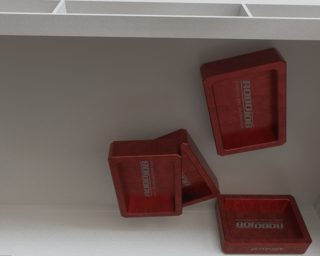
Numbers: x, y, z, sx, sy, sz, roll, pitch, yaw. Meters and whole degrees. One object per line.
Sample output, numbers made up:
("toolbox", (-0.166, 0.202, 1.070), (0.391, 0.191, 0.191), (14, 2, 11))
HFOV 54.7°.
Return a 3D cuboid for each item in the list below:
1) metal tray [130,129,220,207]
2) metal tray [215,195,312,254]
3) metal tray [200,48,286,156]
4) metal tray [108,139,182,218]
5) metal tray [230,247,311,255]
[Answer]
("metal tray", (0.024, 0.068, 0.463), (0.090, 0.030, 0.130), (-22, 127, 17))
("metal tray", (0.161, 0.153, 0.498), (0.131, 0.090, 0.030), (1, 130, -1))
("metal tray", (0.106, -0.026, 0.385), (0.090, 0.030, 0.129), (-12, 130, 9))
("metal tray", (-0.016, 0.073, 0.427), (0.091, 0.030, 0.129), (-3, 130, 1))
("metal tray", (0.216, 0.241, 0.617), (0.090, 0.030, 0.130), (33, 122, -26))
